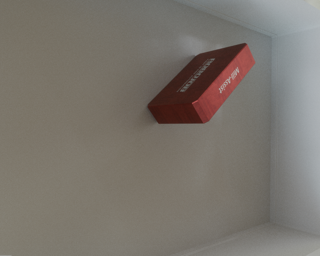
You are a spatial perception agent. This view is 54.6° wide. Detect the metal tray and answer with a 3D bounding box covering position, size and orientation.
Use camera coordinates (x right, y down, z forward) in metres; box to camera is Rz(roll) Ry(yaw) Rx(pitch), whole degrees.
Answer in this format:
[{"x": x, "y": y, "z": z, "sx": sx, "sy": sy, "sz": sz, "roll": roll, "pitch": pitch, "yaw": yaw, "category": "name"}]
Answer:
[{"x": 0.055, "y": -0.058, "z": 0.408, "sx": 0.130, "sy": 0.090, "sz": 0.030, "roll": -48, "pitch": 119, "yaw": -29, "category": "metal tray"}]
